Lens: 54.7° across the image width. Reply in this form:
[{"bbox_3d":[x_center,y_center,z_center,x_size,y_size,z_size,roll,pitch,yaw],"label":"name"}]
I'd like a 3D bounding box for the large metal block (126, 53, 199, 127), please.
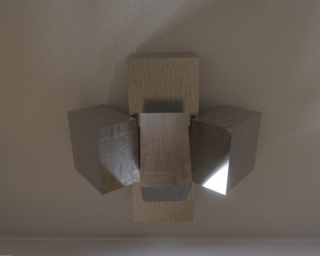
[{"bbox_3d":[0.004,-0.048,0.376,0.080,0.050,0.079,-1,110,0],"label":"large metal block"}]

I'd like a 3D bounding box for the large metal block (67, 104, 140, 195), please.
[{"bbox_3d":[-0.070,0.022,0.380,0.050,0.080,0.079,-16,115,-33],"label":"large metal block"}]

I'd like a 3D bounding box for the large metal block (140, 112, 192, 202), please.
[{"bbox_3d":[0.005,0.036,0.351,0.050,0.080,0.080,-1,66,-1],"label":"large metal block"}]

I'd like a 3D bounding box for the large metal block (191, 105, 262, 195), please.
[{"bbox_3d":[0.081,0.022,0.382,0.050,0.081,0.079,17,116,35],"label":"large metal block"}]

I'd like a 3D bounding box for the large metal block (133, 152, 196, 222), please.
[{"bbox_3d":[0.005,0.080,0.426,0.081,0.050,0.079,1,110,-1],"label":"large metal block"}]
